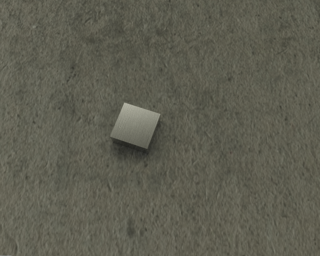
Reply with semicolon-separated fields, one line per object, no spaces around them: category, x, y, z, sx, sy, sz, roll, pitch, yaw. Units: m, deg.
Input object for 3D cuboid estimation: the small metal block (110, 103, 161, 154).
small metal block;-0.031;0.001;0.408;0.050;0.025;0.050;18;71;6
